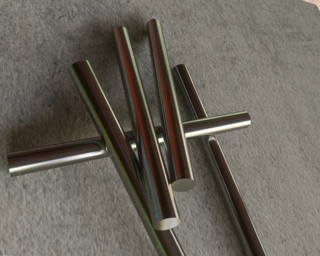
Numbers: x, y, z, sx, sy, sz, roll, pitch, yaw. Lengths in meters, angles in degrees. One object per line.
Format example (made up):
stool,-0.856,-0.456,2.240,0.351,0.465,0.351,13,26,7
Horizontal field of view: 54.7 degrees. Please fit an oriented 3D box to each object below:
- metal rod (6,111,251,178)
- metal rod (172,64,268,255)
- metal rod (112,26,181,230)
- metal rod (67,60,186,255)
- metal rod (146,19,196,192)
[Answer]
metal rod,-0.015,0.012,0.370,0.303,0.025,0.025,-10,67,-26
metal rod,0.076,0.040,0.421,0.025,0.025,0.299,-6,65,-31
metal rod,-0.026,-0.028,0.366,0.025,0.025,0.300,6,46,-26
metal rod,-0.020,0.066,0.321,0.025,0.025,0.299,-24,85,-37
metal rod,0.006,-0.055,0.403,0.025,0.025,0.300,12,44,-22
